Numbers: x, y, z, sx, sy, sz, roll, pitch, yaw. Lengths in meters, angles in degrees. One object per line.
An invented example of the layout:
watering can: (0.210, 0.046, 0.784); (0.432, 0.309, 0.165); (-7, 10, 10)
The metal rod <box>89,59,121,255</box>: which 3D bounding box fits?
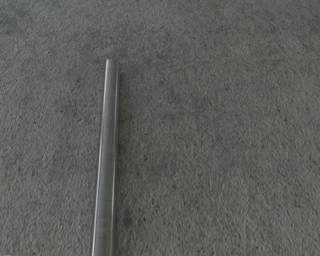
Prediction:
metal rod: (-0.064, 0.016, 0.389); (0.025, 0.025, 0.300); (-3, 50, -2)
